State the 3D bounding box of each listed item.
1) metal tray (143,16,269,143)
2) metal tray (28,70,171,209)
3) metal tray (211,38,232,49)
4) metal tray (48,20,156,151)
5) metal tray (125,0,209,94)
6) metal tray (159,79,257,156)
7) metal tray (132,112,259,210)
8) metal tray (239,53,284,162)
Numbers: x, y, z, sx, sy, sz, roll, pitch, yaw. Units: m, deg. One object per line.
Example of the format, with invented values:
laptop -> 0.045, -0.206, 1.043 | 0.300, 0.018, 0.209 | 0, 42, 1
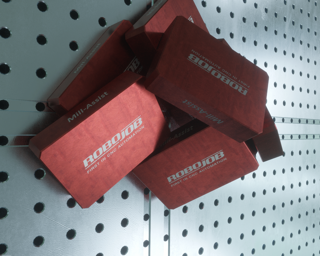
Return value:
metal tray -> 0.056, -0.052, 0.337 | 0.131, 0.030, 0.090 | 28, 57, -16
metal tray -> -0.056, 0.011, 0.329 | 0.131, 0.030, 0.090 | -40, 131, -20
metal tray -> 0.094, -0.063, 0.454 | 0.131, 0.030, 0.090 | 19, 77, -59
metal tray -> -0.052, -0.049, 0.360 | 0.090, 0.030, 0.130 | 46, 62, -30
metal tray -> 0.018, -0.114, 0.395 | 0.090, 0.030, 0.130 | 56, 44, -27
metal tray -> 0.068, -0.008, 0.424 | 0.130, 0.090, 0.030 | 51, 60, -27
metal tray -> 0.043, 0.041, 0.383 | 0.090, 0.130, 0.030 | 51, 18, -29
metal tray -> 0.126, -0.028, 0.428 | 0.090, 0.030, 0.130 | 46, 25, -53
